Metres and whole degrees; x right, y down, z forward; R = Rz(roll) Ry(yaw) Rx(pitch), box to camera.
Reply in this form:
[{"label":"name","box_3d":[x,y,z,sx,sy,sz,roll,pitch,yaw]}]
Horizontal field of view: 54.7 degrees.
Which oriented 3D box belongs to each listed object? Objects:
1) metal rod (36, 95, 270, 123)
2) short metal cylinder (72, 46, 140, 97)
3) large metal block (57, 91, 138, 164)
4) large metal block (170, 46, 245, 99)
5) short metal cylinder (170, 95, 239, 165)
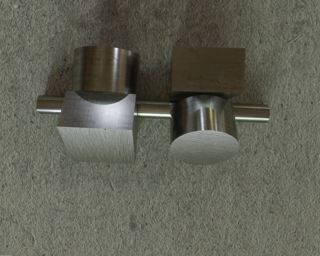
[{"label":"metal rod","box_3d":[-0.008,-0.025,0.413,0.302,0.025,0.025,2,90,-1]},{"label":"short metal cylinder","box_3d":[-0.066,-0.066,0.383,0.080,0.080,0.050,3,90,0]},{"label":"large metal block","box_3d":[-0.070,0.002,0.377,0.081,0.080,0.050,3,56,-1]},{"label":"large metal block","box_3d":[0.054,-0.065,0.384,0.081,0.080,0.050,1,90,0]},{"label":"short metal cylinder","box_3d":[0.053,0.004,0.378,0.081,0.080,0.050,2,55,0]}]
